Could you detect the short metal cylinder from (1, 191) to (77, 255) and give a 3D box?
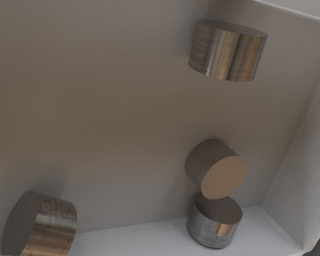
[{"bbox_3d":[-0.144,0.121,0.369,0.050,0.080,0.080,29,102,-38],"label":"short metal cylinder"}]

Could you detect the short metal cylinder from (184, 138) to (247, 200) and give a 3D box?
[{"bbox_3d":[0.085,0.063,0.478,0.081,0.050,0.079,-14,124,-21],"label":"short metal cylinder"}]

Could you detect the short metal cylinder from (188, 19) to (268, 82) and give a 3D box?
[{"bbox_3d":[0.077,-0.091,0.358,0.081,0.080,0.050,-3,120,-27],"label":"short metal cylinder"}]

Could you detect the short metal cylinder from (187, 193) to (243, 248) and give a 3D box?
[{"bbox_3d":[0.090,0.149,0.514,0.081,0.080,0.050,-1,119,-28],"label":"short metal cylinder"}]
